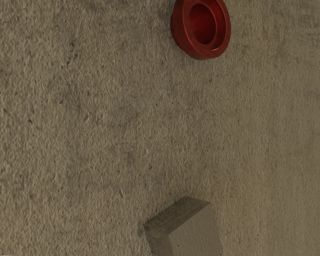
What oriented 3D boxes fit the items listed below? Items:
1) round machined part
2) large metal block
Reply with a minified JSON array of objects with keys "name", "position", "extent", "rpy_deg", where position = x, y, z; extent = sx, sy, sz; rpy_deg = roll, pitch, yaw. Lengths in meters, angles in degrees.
[{"name":"round machined part","position":[0.053,-0.144,0.438],"extent":[0.099,0.042,0.097],"rpy_deg":[0,90,-40]},{"name":"large metal block","position":[0.033,0.150,0.416],"extent":[0.081,0.050,0.080],"rpy_deg":[-25,106,-37]}]
